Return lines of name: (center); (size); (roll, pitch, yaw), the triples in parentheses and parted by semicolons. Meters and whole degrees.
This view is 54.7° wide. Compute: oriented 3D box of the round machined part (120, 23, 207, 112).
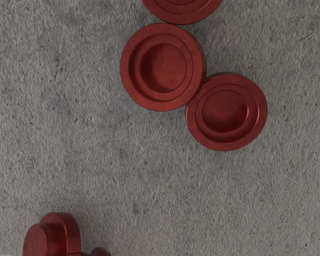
round machined part: (0.006, -0.070, 0.363); (0.098, 0.042, 0.097); (3, 100, 19)

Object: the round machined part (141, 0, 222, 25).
round machined part: (0.023, -0.165, 0.340); (0.099, 0.042, 0.097); (0, 110, 0)

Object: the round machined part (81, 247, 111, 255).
round machined part: (-0.114, 0.221, 0.451); (0.042, 0.098, 0.098); (30, 107, -11)

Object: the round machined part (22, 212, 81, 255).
round machined part: (-0.155, 0.167, 0.429); (0.042, 0.098, 0.098); (15, 114, -45)

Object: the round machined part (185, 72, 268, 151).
round machined part: (0.081, -0.023, 0.393); (0.099, 0.042, 0.097); (0, 110, 0)
